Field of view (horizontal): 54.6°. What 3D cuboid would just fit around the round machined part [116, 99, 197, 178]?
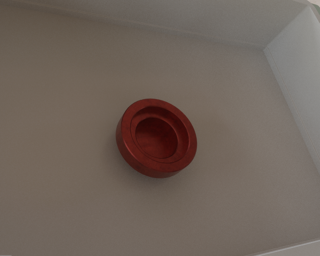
[{"bbox_3d":[-0.007,0.016,0.381,0.099,0.042,0.098,13,56,-21],"label":"round machined part"}]
